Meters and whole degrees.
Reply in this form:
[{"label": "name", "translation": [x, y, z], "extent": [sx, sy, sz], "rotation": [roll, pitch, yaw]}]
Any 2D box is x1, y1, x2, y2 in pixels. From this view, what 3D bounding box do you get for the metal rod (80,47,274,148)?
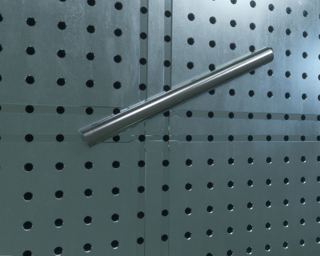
[{"label": "metal rod", "translation": [0.037, -0.049, 0.427], "extent": [0.302, 0.025, 0.025], "rotation": [-26, 99, -19]}]
